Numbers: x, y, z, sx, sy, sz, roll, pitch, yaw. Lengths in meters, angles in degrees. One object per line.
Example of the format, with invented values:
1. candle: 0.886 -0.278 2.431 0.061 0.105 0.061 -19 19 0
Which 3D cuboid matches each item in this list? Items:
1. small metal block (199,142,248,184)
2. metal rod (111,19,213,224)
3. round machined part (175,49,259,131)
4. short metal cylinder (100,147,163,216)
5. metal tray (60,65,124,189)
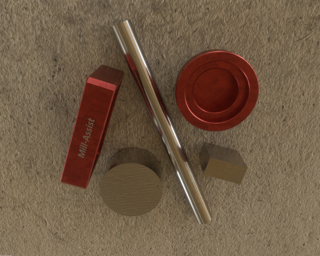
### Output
1. small metal block: 0.082 0.046 0.413 0.050 0.050 0.025 16 109 -6
2. metal rod: 0.010 0.006 0.414 0.025 0.025 0.299 -21 109 7
3. round machined part: 0.067 -0.048 0.385 0.099 0.042 0.097 0 110 -1
4. short metal cylinder: -0.037 0.072 0.424 0.081 0.050 0.079 0 110 -1
5. metal tray: -0.080 -0.004 0.374 0.030 0.090 0.129 17 109 -7
